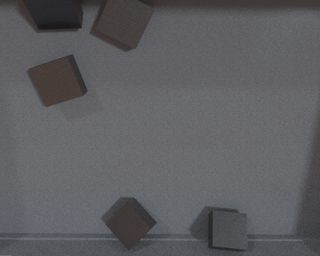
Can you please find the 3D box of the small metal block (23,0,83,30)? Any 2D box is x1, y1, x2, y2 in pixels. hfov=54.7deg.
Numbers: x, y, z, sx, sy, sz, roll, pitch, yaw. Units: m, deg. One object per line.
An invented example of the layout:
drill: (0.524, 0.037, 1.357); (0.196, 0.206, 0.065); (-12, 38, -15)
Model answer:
small metal block: (-0.117, -0.137, 0.344); (0.050, 0.050, 0.025); (-2, 66, 0)

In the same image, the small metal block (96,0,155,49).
small metal block: (-0.040, -0.128, 0.364); (0.050, 0.025, 0.050); (25, 108, -10)

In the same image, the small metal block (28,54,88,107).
small metal block: (-0.126, -0.059, 0.388); (0.050, 0.025, 0.050); (-17, 110, 5)

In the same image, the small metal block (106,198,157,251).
small metal block: (-0.042, 0.140, 0.452); (0.050, 0.025, 0.050); (45, 105, 12)

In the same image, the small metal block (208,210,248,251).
small metal block: (0.099, 0.151, 0.453); (0.050, 0.050, 0.025); (7, 152, -3)
